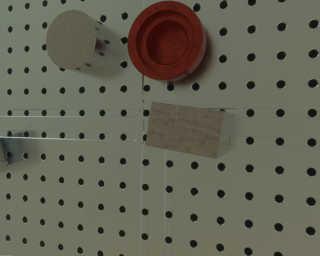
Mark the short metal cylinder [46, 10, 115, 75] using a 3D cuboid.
[{"bbox_3d":[-0.112,-0.119,0.439,0.080,0.050,0.080,0,90,20],"label":"short metal cylinder"}]

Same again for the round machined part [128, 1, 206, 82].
[{"bbox_3d":[0.011,-0.108,0.399,0.098,0.042,0.097,0,90,20],"label":"round machined part"}]

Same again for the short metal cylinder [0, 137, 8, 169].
[{"bbox_3d":[-0.288,0.044,0.485,0.080,0.080,0.050,-23,83,18],"label":"short metal cylinder"}]

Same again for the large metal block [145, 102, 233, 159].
[{"bbox_3d":[0.038,0.001,0.370,0.080,0.080,0.050,9,93,20],"label":"large metal block"}]
